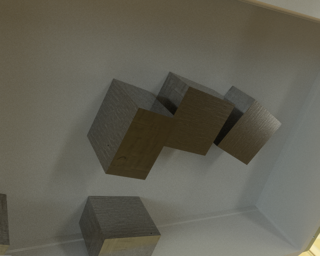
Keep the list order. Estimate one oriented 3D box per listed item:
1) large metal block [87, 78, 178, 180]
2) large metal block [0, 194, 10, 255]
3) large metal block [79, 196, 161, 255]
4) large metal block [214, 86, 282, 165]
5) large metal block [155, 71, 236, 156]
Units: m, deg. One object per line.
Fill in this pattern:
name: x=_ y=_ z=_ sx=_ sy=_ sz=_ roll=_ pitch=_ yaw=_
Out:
large metal block: x=-0.036 y=0.000 z=0.355 sx=0.050 sy=0.080 sz=0.080 roll=16 pitch=110 yaw=-35
large metal block: x=-0.208 y=0.124 z=0.336 sx=0.050 sy=0.080 sz=0.080 roll=24 pitch=106 yaw=-37
large metal block: x=-0.058 y=0.140 z=0.430 sx=0.081 sy=0.080 sz=0.050 roll=9 pitch=114 yaw=-33
large metal block: x=0.118 y=-0.002 z=0.458 sx=0.080 sy=0.050 sz=0.080 roll=31 pitch=101 yaw=-38
large metal block: x=0.037 y=-0.017 z=0.404 sx=0.081 sy=0.050 sz=0.080 roll=16 pitch=110 yaw=-35
